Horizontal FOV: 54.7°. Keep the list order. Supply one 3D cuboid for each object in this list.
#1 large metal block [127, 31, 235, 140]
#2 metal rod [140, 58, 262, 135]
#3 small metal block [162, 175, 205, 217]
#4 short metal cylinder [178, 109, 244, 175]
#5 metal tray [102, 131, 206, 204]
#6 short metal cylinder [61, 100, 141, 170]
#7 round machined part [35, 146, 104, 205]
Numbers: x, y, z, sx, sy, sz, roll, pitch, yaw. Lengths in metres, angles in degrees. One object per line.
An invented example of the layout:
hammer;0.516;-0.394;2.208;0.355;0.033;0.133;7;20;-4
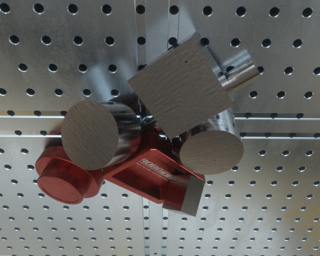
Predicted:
large metal block;0.025;-0.046;0.341;0.080;0.050;0.080;-30;105;23
metal rod;-0.009;-0.001;0.413;0.300;0.025;0.025;-30;124;23
small metal block;0.033;0.094;0.437;0.025;0.050;0.050;27;160;-23
short metal cylinder;0.065;0.017;0.409;0.081;0.050;0.079;0;130;0
metal tray;-0.006;0.062;0.442;0.090;0.030;0.130;-30;137;23
short metal cylinder;-0.070;0.007;0.373;0.080;0.050;0.079;2;94;25
round machined part;-0.134;0.074;0.445;0.098;0.042;0.097;11;137;11
